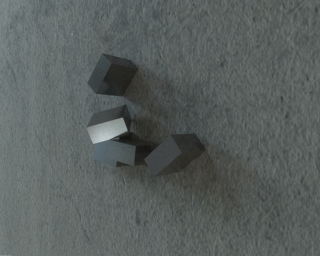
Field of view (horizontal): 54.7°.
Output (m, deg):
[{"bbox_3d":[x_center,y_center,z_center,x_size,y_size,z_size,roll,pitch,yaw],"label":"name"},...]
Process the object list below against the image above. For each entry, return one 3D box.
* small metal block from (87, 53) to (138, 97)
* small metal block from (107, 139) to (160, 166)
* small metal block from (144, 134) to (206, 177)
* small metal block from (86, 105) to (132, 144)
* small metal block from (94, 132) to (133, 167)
[{"bbox_3d":[-0.067,-0.074,0.442,0.025,0.050,0.050,48,118,29],"label":"small metal block"},{"bbox_3d":[-0.034,0.031,0.415,0.050,0.050,0.025,10,96,39],"label":"small metal block"},{"bbox_3d":[0.018,0.032,0.372,0.050,0.050,0.025,-45,63,30],"label":"small metal block"},{"bbox_3d":[-0.068,-0.006,0.428,0.050,0.050,0.025,-15,113,6],"label":"small metal block"},{"bbox_3d":[-0.070,0.027,0.460,0.050,0.025,0.050,11,97,39],"label":"small metal block"}]
